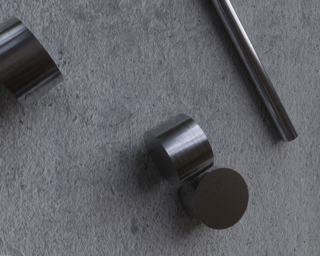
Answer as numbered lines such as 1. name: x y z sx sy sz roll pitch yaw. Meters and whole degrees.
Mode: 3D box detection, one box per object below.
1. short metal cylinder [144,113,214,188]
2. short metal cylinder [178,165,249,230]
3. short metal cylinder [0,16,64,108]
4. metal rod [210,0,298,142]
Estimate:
1. short metal cylinder: 0.022 0.028 0.388 0.050 0.080 0.080 -29 100 -18
2. short metal cylinder: 0.072 0.091 0.423 0.081 0.050 0.080 0 90 -20
3. short metal cylinder: -0.148 -0.068 0.325 0.050 0.080 0.080 -41 103 -15
4. metal rod: 0.128 -0.111 0.456 0.025 0.025 0.299 -34 101 -17
